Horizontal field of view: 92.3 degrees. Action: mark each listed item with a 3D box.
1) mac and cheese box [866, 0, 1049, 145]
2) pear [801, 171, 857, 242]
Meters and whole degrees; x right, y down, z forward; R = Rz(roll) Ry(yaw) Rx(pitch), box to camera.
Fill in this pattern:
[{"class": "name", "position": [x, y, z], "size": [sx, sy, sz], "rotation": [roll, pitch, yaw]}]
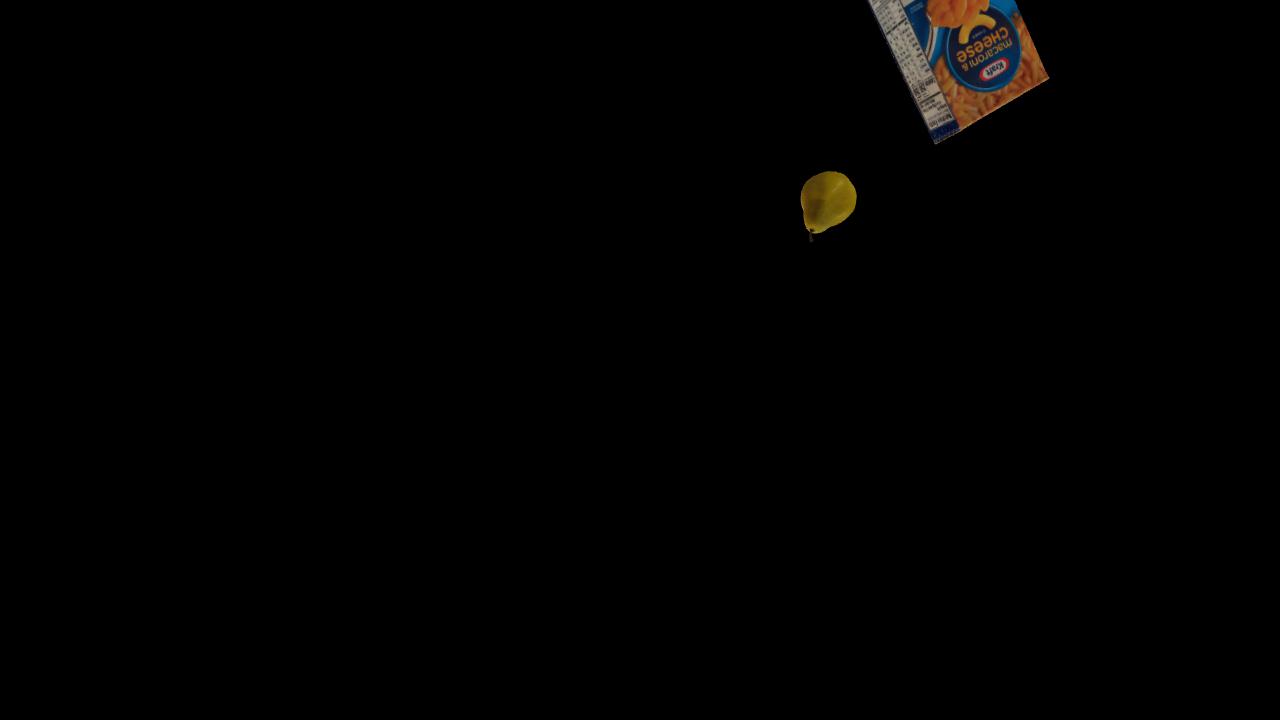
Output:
[{"class": "mac and cheese box", "position": [0.237, -0.278, 0.481], "size": [0.093, 0.184, 0.041], "rotation": [-32, 8, -8]}, {"class": "pear", "position": [0.259, -0.218, 0.887], "size": [0.111, 0.080, 0.080], "rotation": [-48, 22, -21]}]
